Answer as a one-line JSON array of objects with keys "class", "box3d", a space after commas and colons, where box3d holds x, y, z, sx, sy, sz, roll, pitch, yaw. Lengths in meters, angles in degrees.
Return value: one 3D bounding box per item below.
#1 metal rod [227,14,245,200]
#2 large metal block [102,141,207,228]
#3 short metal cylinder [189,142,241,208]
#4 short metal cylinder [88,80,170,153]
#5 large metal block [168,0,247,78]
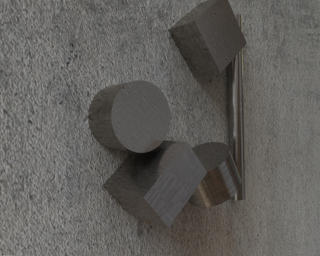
[{"class": "metal rod", "box3d": [0.124, -0.033, 0.508, 0.025, 0.025, 0.298, -3, 92, -40]}, {"class": "large metal block", "box3d": [-0.006, 0.060, 0.364, 0.080, 0.080, 0.050, -49, 119, -29]}, {"class": "short metal cylinder", "box3d": [0.064, 0.062, 0.422, 0.080, 0.080, 0.050, -39, 114, -33]}, {"class": "short metal cylinder", "box3d": [-0.035, -0.013, 0.359, 0.081, 0.050, 0.080, 0, 90, -40]}, {"class": "large metal block", "box3d": [0.071, -0.131, 0.447, 0.080, 0.050, 0.080, -48, 119, -29]}]
